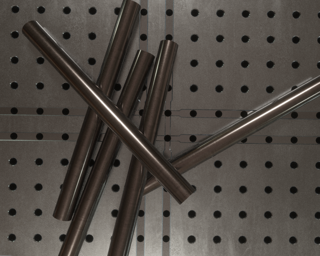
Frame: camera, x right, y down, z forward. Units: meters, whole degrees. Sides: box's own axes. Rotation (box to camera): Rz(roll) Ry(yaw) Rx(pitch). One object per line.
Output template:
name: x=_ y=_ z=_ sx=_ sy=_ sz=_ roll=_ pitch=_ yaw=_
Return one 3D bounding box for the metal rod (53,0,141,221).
metal rod: x=-0.084 y=-0.023 z=0.412 sx=0.025 sy=0.025 sz=0.298 roll=18 pitch=90 yaw=-1

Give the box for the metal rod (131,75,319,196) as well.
metal rod: x=0.090 y=0.014 z=0.414 sx=0.301 sy=0.025 sz=0.025 roll=-29 pitch=90 yaw=-1

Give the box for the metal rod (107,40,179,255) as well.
metal rod: x=-0.022 y=0.032 z=0.394 sx=0.025 sy=0.025 sz=0.299 roll=13 pitch=82 yaw=-1

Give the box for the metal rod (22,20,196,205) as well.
metal rod: x=-0.070 y=-0.027 z=0.382 sx=0.025 sy=0.025 sz=0.300 roll=-44 pitch=79 yaw=0

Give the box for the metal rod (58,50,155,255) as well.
metal rod: x=-0.072 y=0.040 z=0.412 sx=0.025 sy=0.025 sz=0.299 roll=21 pitch=90 yaw=-1
